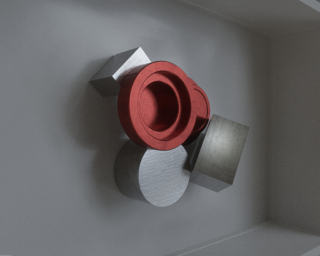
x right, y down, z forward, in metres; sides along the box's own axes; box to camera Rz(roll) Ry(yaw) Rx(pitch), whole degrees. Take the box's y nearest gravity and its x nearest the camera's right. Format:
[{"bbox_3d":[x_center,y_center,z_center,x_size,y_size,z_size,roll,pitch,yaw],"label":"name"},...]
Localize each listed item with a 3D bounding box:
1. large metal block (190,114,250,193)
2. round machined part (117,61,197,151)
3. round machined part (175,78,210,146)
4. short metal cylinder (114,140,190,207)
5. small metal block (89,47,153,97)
[{"bbox_3d":[0.076,0.038,0.426,0.050,0.080,0.080,21,72,4],"label":"large metal block"},{"bbox_3d":[-0.007,-0.024,0.351,0.099,0.042,0.097,0,90,-40],"label":"round machined part"},{"bbox_3d":[0.030,-0.024,0.418,0.099,0.042,0.097,0,90,-40],"label":"round machined part"},{"bbox_3d":[-0.009,0.052,0.383,0.081,0.050,0.079,0,90,-40],"label":"short metal cylinder"},{"bbox_3d":[-0.044,-0.063,0.352,0.025,0.050,0.050,52,60,-28],"label":"small metal block"}]
